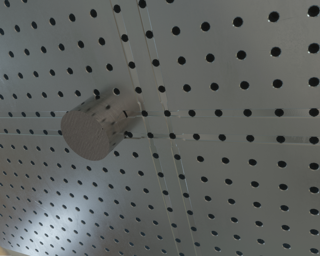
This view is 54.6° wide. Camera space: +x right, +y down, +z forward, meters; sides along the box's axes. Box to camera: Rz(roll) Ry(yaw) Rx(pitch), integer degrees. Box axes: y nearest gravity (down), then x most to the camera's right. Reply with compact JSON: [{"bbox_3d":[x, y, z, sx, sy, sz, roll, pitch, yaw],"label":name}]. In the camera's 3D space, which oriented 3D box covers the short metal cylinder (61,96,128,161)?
[{"bbox_3d":[-0.093,0.000,0.445,0.080,0.050,0.080,13,124,21],"label":"short metal cylinder"}]
